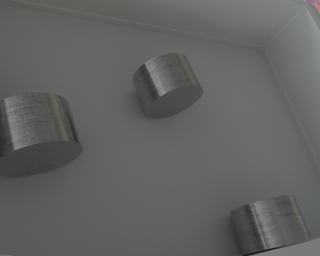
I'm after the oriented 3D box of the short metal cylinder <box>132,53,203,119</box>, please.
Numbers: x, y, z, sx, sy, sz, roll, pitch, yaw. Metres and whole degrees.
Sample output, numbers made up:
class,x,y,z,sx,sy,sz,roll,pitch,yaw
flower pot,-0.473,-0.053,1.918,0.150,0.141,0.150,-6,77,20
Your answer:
class,x,y,z,sx,sy,sz,roll,pitch,yaw
short metal cylinder,0.010,-0.054,0.410,0.081,0.080,0.050,-11,67,-33

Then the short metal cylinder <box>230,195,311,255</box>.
class,x,y,z,sx,sy,sz,roll,pitch,yaw
short metal cylinder,0.131,0.117,0.372,0.081,0.080,0.050,1,62,-28

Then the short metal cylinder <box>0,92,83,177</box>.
class,x,y,z,sx,sy,sz,roll,pitch,yaw
short metal cylinder,-0.122,0.009,0.300,0.081,0.080,0.050,-9,67,-32
